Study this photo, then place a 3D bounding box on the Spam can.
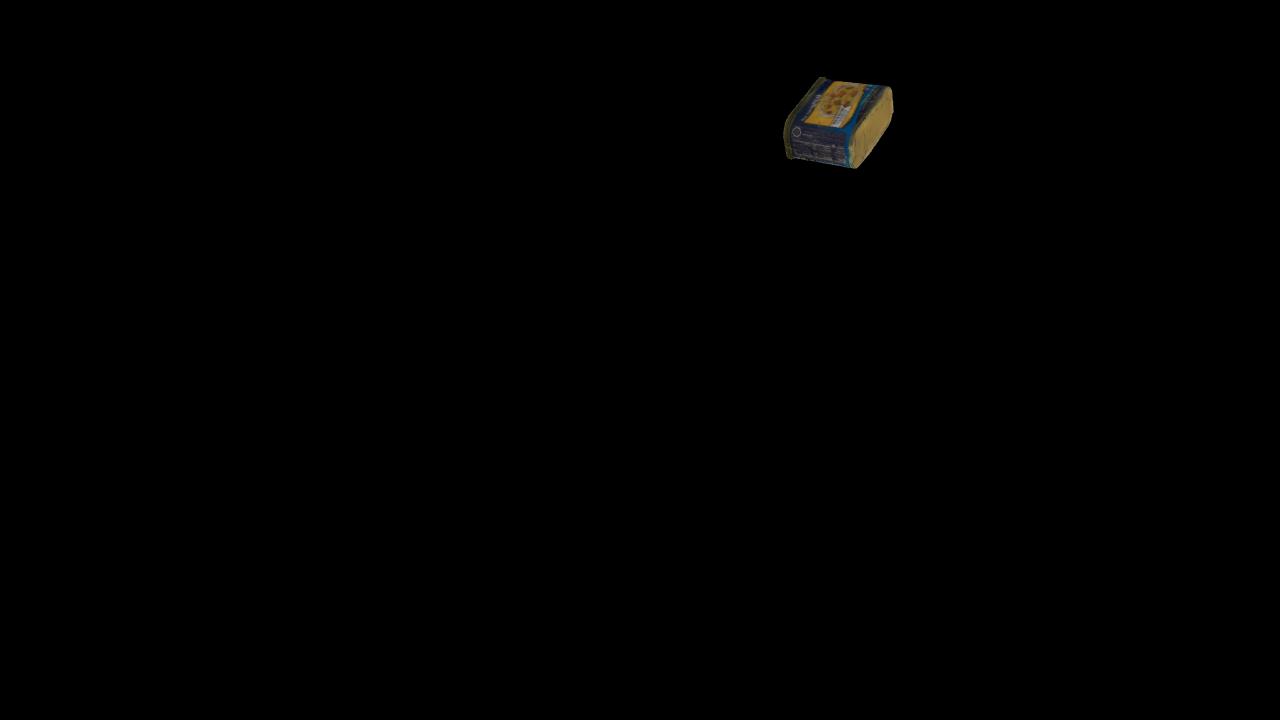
[{"bbox_3d":[0.227,-0.271,0.702,0.085,0.101,0.058,24,-21,35],"label":"Spam can"}]
